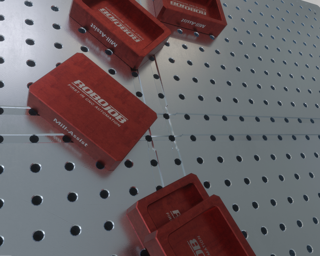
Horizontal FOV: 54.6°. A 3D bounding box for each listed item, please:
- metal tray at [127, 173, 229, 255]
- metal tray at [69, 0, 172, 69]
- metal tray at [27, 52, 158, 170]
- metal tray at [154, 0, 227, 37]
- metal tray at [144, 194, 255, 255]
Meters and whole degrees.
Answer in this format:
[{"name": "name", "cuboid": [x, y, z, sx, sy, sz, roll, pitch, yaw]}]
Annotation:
[{"name": "metal tray", "cuboid": [0.033, 0.126, 0.345, 0.091, 0.030, 0.130, -21, 73, -36]}, {"name": "metal tray", "cuboid": [-0.057, -0.159, 0.470, 0.130, 0.030, 0.090, 40, 51, -1]}, {"name": "metal tray", "cuboid": [-0.079, -0.023, 0.376, 0.130, 0.030, 0.090, 39, 51, -2]}, {"name": "metal tray", "cuboid": [0.054, -0.224, 0.569, 0.131, 0.030, 0.090, 6, 59, -25]}, {"name": "metal tray", "cuboid": [0.054, 0.143, 0.306, 0.091, 0.030, 0.130, -21, 73, -36]}]
